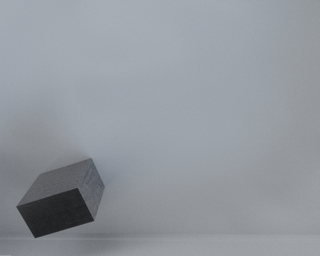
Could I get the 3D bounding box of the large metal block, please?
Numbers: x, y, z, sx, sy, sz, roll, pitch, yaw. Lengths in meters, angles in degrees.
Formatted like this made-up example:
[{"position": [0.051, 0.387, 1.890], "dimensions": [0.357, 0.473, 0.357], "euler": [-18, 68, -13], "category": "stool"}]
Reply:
[{"position": [-0.127, 0.091, 0.414], "dimensions": [0.080, 0.080, 0.050], "euler": [-18, 109, 6], "category": "large metal block"}]
